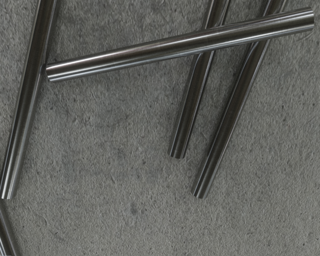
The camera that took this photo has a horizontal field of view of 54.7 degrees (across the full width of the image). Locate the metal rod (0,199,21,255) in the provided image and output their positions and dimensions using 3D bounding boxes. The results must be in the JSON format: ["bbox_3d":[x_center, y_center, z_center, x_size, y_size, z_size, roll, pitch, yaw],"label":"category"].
[{"bbox_3d":[-0.236,0.144,0.459,0.025,0.025,0.298,-6,110,2],"label":"metal rod"}]

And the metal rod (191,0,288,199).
[{"bbox_3d":[0.099,-0.039,0.396,0.025,0.025,0.298,16,109,-6],"label":"metal rod"}]

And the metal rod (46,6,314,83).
[{"bbox_3d":[0.012,-0.092,0.355,0.301,0.025,0.025,-9,110,11],"label":"metal rod"}]

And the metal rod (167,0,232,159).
[{"bbox_3d":[0.057,-0.100,0.373,0.025,0.025,0.298,13,110,-5],"label":"metal rod"}]

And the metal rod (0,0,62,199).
[{"bbox_3d":[-0.168,-0.038,0.393,0.025,0.025,0.298,19,109,-7],"label":"metal rod"}]
